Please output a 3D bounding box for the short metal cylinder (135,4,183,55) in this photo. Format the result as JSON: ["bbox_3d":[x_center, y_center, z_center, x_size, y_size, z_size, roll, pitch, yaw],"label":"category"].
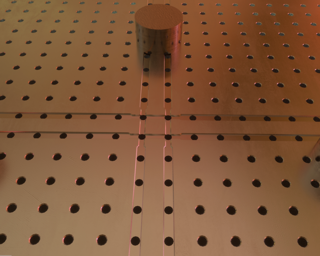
[{"bbox_3d":[-0.002,-0.171,0.535,0.081,0.050,0.080,0,50,0],"label":"short metal cylinder"}]

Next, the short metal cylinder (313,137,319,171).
[{"bbox_3d":[0.235,0.026,0.373,0.081,0.050,0.080,0,50,0],"label":"short metal cylinder"}]
